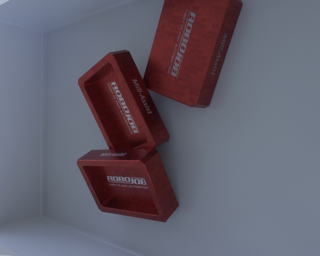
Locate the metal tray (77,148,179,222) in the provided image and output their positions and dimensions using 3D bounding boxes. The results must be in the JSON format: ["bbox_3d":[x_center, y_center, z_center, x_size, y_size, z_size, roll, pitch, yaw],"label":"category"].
[{"bbox_3d":[-0.047,0.074,0.418,0.130,0.030,0.090,-5,113,40],"label":"metal tray"}]

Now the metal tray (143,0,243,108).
[{"bbox_3d":[0.035,-0.099,0.375,0.090,0.030,0.129,26,107,37],"label":"metal tray"}]

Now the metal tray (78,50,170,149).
[{"bbox_3d":[-0.051,-0.026,0.416,0.090,0.030,0.129,-25,91,44],"label":"metal tray"}]
